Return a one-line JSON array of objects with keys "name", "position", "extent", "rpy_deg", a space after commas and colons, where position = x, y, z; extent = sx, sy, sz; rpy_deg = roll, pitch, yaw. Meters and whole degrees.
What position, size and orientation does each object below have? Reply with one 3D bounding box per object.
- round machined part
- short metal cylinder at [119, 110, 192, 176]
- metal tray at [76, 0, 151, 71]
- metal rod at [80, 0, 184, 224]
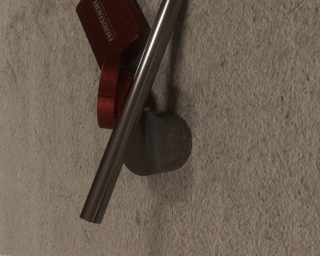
[{"name": "round machined part", "position": [-0.052, -0.046, 0.412], "extent": [0.042, 0.098, 0.097], "rpy_deg": [7, 96, -2]}, {"name": "short metal cylinder", "position": [-0.007, 0.018, 0.392], "extent": [0.080, 0.050, 0.079], "rpy_deg": [0, 90, 39]}, {"name": "metal tray", "position": [-0.071, -0.157, 0.458], "extent": [0.090, 0.030, 0.130], "rpy_deg": [-37, 68, 33]}, {"name": "metal rod", "position": [-0.027, -0.037, 0.366], "extent": [0.025, 0.025, 0.299], "rpy_deg": [14, 80, 39]}]
